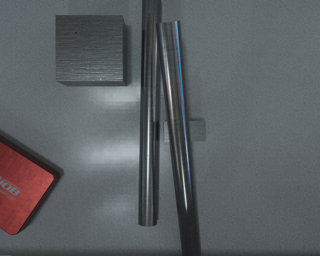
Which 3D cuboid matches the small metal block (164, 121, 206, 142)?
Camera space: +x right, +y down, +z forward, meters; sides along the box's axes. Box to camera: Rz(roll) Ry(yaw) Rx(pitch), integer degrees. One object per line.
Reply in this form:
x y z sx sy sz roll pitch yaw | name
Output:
0.030 0.004 0.399 0.050 0.050 0.025 -1 90 0 | small metal block

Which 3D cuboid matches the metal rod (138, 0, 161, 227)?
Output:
-0.014 -0.022 0.411 0.025 0.025 0.298 1 90 -1 | metal rod

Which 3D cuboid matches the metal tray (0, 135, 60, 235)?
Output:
-0.211 0.065 0.402 0.130 0.030 0.090 33 85 -1 | metal tray

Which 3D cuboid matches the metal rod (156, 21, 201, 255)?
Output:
0.025 0.031 0.366 0.025 0.025 0.298 -7 109 0 | metal rod

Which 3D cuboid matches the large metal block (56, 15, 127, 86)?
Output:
-0.085 -0.096 0.398 0.081 0.050 0.079 0 90 -1 | large metal block
